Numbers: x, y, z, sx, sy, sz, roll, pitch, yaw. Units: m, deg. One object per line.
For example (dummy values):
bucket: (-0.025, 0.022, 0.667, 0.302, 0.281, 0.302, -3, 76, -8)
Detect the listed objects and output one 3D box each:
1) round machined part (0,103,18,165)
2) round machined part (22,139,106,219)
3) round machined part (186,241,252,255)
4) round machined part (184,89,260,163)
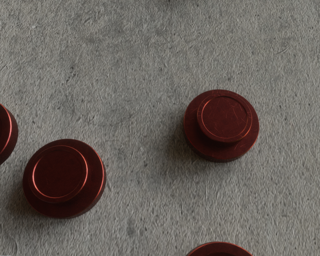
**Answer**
round machined part: (-0.229, 0.013, 0.393, 0.099, 0.042, 0.098, 0, 70, 0)
round machined part: (-0.118, 0.059, 0.377, 0.099, 0.042, 0.098, 0, 70, 0)
round machined part: (0.064, 0.175, 0.335, 0.099, 0.042, 0.098, 0, 70, 0)
round machined part: (0.080, -0.007, 0.402, 0.099, 0.042, 0.098, 0, 70, 0)
